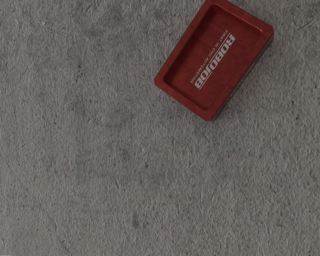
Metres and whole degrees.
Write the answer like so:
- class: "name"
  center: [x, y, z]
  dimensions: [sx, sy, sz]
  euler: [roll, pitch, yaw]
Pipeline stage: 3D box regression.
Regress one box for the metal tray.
- class: "metal tray"
  center: [0.065, -0.084, 0.383]
  dimensions: [0.090, 0.030, 0.130]
  euler: [37, 102, 16]
